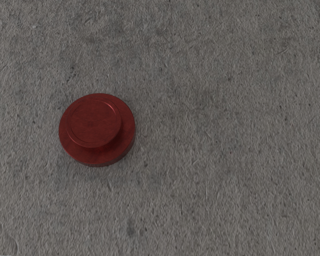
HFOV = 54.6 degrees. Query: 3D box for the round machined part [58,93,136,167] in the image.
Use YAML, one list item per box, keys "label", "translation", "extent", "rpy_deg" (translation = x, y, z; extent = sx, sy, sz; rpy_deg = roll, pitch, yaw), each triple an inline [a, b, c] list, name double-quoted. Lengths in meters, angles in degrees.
- label: "round machined part"
  translation: [-0.082, -0.002, 0.399]
  extent: [0.099, 0.042, 0.098]
  rpy_deg: [0, 70, 0]
